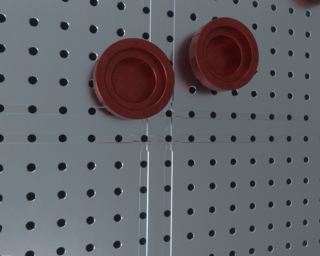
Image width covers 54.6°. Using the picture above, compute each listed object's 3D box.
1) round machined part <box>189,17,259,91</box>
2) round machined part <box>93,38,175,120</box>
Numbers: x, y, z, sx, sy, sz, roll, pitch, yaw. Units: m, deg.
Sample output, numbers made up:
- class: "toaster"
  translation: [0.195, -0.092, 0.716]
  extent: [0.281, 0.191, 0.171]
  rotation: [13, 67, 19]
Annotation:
- class: "round machined part"
  translation: [0.085, -0.100, 0.434]
  extent: [0.099, 0.042, 0.097]
  rotation: [0, 90, -20]
- class: "round machined part"
  translation: [-0.035, -0.059, 0.390]
  extent: [0.099, 0.042, 0.097]
  rotation: [0, 90, -20]
